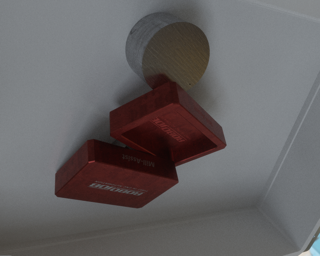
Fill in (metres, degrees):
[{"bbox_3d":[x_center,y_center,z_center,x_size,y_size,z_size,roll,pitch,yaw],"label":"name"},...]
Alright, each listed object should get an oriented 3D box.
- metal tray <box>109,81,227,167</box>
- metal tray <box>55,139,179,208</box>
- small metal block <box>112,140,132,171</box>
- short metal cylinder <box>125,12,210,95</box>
[{"bbox_3d":[0.013,0.004,0.378,0.090,0.030,0.130,-24,144,24],"label":"metal tray"},{"bbox_3d":[-0.053,0.064,0.394,0.131,0.030,0.090,20,133,-36],"label":"metal tray"},{"bbox_3d":[-0.052,0.047,0.411,0.050,0.025,0.050,-43,130,1],"label":"small metal block"},{"bbox_3d":[0.008,-0.083,0.347,0.081,0.050,0.079,-14,125,-21],"label":"short metal cylinder"}]
